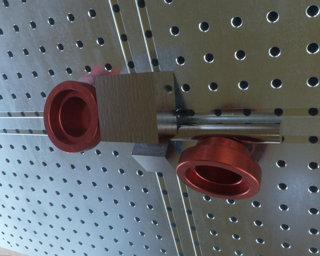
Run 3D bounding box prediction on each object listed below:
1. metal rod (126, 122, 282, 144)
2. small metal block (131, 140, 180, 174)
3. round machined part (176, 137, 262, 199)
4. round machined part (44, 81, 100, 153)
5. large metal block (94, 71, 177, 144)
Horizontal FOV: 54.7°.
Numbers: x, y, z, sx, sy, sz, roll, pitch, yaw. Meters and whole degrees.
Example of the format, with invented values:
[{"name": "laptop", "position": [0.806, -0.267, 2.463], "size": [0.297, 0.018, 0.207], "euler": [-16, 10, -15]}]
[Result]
[{"name": "metal rod", "position": [0.002, 0.004, 0.414], "size": [0.300, 0.025, 0.025], "euler": [1, 119, 27]}, {"name": "small metal block", "position": [-0.003, 0.039, 0.425], "size": [0.050, 0.025, 0.050], "euler": [1, 148, 28]}, {"name": "round machined part", "position": [0.072, 0.046, 0.375], "size": [0.098, 0.042, 0.098], "euler": [14, 148, 9]}, {"name": "round machined part", "position": [-0.112, -0.015, 0.433], "size": [0.098, 0.042, 0.097], "euler": [1, 93, 28]}, {"name": "large metal block", "position": [-0.028, -0.026, 0.379], "size": [0.080, 0.050, 0.079], "euler": [1, 101, 27]}]
